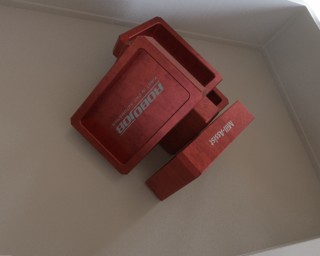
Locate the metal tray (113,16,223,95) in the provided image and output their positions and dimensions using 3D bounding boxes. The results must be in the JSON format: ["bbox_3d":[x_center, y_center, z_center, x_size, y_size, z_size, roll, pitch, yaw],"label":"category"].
[{"bbox_3d":[0.012,-0.085,0.422,0.130,0.030,0.090,45,51,3],"label":"metal tray"}]

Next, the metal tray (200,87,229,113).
[{"bbox_3d":[0.028,-0.057,0.453,0.130,0.030,0.091,46,52,5],"label":"metal tray"}]

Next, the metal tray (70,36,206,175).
[{"bbox_3d":[-0.026,-0.023,0.339,0.090,0.130,0.030,45,20,2],"label":"metal tray"}]

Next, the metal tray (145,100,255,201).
[{"bbox_3d":[0.049,0.026,0.374,0.030,0.090,0.131,49,51,5],"label":"metal tray"}]

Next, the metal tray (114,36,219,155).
[{"bbox_3d":[-0.003,-0.037,0.383,0.130,0.090,0.030,45,51,2],"label":"metal tray"}]
